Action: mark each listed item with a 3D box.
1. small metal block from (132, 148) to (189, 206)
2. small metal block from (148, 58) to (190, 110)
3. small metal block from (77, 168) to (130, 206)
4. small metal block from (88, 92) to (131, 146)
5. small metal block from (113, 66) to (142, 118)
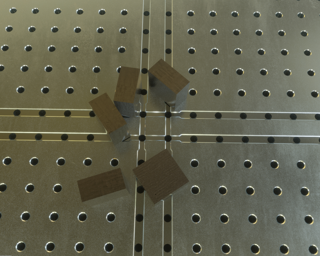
[{"bbox_3d":[0.001,0.062,0.389,0.050,0.025,0.050,-32,73,-11],"label":"small metal block"},{"bbox_3d":[0.011,-0.058,0.420,0.050,0.050,0.025,42,75,13],"label":"small metal block"},{"bbox_3d":[-0.066,0.072,0.371,0.050,0.050,0.025,-17,71,-6],"label":"small metal block"},{"bbox_3d":[-0.064,-0.010,0.401,0.025,0.050,0.050,-32,74,-11],"label":"small metal block"},{"bbox_3d":[-0.042,-0.047,0.415,0.025,0.050,0.050,8,70,3],"label":"small metal block"}]
